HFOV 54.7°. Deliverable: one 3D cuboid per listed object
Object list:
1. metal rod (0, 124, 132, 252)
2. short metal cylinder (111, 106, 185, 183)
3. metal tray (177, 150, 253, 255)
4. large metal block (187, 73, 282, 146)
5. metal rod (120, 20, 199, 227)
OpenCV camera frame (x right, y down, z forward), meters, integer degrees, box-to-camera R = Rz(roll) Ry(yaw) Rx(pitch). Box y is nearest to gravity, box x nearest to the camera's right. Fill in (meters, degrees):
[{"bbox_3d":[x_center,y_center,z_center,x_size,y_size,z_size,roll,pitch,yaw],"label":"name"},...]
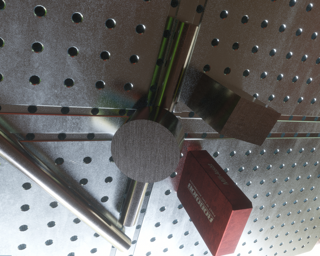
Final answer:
[{"bbox_3d":[-0.119,0.089,0.400,0.025,0.025,0.299,-36,129,-4],"label":"metal rod"},{"bbox_3d":[-0.013,0.019,0.375,0.080,0.050,0.079,4,112,9],"label":"short metal cylinder"},{"bbox_3d":[0.071,0.102,0.444,0.030,0.130,0.089,0,119,-23],"label":"metal tray"},{"bbox_3d":[0.097,-0.025,0.413,0.081,0.080,0.050,15,111,-35],"label":"large metal block"},{"bbox_3d":[-0.008,0.011,0.413,0.025,0.025,0.298,3,117,-30],"label":"metal rod"}]
